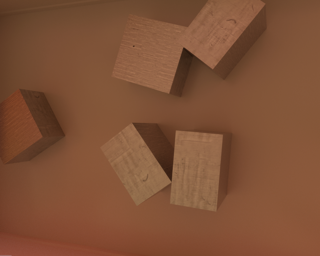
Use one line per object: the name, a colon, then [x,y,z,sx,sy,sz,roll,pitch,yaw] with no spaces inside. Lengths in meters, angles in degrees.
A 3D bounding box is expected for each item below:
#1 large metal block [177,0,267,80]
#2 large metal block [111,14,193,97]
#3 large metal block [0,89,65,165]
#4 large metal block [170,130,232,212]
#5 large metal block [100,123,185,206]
large metal block: [0.074,-0.107,0.355,0.050,0.080,0.080,42,103,15]
large metal block: [-0.005,-0.091,0.398,0.080,0.050,0.080,19,96,18]
large metal block: [-0.205,-0.001,0.468,0.080,0.050,0.080,-32,80,17]
large metal block: [0.051,0.044,0.363,0.050,0.080,0.079,5,92,19]
large metal block: [-0.015,0.041,0.386,0.050,0.080,0.080,-38,78,16]
